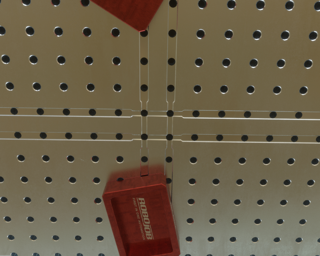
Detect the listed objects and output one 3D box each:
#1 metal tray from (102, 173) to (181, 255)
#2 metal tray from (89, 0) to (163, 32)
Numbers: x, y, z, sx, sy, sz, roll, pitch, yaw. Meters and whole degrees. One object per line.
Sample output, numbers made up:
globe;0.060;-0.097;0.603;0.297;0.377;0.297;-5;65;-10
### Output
metal tray;-0.025;0.137;0.460;0.090;0.030;0.129;-10;110;3
metal tray;-0.051;-0.180;0.344;0.130;0.030;0.090;31;107;-11
